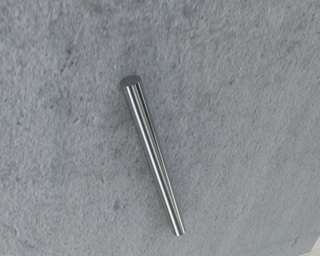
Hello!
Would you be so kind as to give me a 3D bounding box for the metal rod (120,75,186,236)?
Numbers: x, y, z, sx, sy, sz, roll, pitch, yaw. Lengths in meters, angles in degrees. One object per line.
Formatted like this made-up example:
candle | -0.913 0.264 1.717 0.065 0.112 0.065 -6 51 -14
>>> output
metal rod | -0.001 0.061 0.445 0.025 0.025 0.298 -26 128 -13
